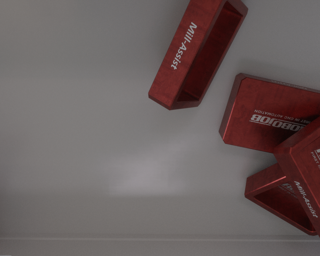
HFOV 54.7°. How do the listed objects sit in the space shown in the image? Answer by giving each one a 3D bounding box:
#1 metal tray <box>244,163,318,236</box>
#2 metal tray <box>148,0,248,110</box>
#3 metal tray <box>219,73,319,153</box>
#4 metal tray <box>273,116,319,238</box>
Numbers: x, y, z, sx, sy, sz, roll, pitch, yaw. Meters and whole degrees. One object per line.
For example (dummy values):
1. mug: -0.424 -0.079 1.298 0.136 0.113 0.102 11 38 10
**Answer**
1. metal tray: 0.195 0.097 0.422 0.130 0.030 0.090 31 141 -11
2. metal tray: 0.044 -0.085 0.344 0.030 0.090 0.129 33 110 20
3. metal tray: 0.153 -0.013 0.405 0.131 0.030 0.089 12 110 -5
4. metal tray: 0.202 0.059 0.362 0.091 0.030 0.130 -31 93 -17
